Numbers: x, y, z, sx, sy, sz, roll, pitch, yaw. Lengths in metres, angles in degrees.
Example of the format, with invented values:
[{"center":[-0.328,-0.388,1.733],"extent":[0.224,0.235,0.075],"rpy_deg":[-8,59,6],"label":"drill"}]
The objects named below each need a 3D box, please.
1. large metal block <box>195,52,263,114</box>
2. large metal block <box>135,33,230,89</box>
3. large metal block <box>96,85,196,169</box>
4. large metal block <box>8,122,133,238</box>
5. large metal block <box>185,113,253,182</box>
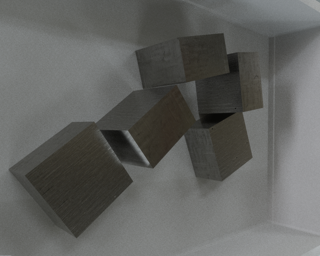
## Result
[{"center":[0.100,-0.065,0.457],"extent":[0.050,0.080,0.079],"rpy_deg":[-12,98,-40],"label":"large metal block"},{"center":[0.029,-0.085,0.397],"extent":[0.081,0.080,0.050],"rpy_deg":[-19,102,-39],"label":"large metal block"},{"center":[-0.020,-0.003,0.355],"extent":[0.080,0.080,0.050],"rpy_deg":[-46,118,-31],"label":"large metal block"},{"center":[-0.088,0.049,0.318],"extent":[0.080,0.050,0.080],"rpy_deg":[-43,117,-32],"label":"large metal block"},{"center":[0.089,0.023,0.467],"extent":[0.081,0.050,0.080],"rpy_deg":[-27,107,-37],"label":"large metal block"}]
